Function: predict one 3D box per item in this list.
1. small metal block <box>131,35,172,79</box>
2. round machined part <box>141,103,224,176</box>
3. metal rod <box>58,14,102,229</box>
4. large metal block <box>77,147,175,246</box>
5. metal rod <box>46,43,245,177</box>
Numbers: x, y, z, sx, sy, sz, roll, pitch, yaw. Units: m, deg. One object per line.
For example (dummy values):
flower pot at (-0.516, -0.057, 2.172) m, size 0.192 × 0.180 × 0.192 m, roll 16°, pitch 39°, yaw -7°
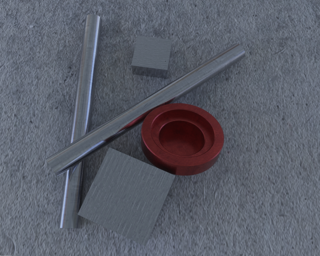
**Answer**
small metal block at (-0.011, -0.102, 0.445) m, size 0.050 × 0.025 × 0.050 m, roll 8°, pitch 70°, yaw 2°
round machined part at (0.025, 0.018, 0.381) m, size 0.099 × 0.042 × 0.098 m, roll 4°, pitch 48°, yaw -4°
metal rod at (-0.103, -0.023, 0.415) m, size 0.025 × 0.025 × 0.299 m, roll 1°, pitch 70°, yaw 0°
large metal block at (-0.035, 0.078, 0.360) m, size 0.080 × 0.050 × 0.080 m, roll 23°, pitch 80°, yaw 7°
metal rod at (-0.005, -0.033, 0.405) m, size 0.302 × 0.025 × 0.025 m, roll -33°, pitch 74°, yaw -18°
